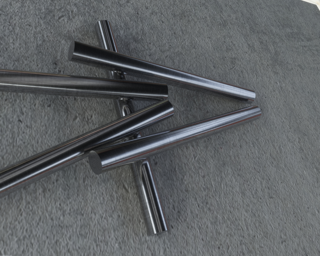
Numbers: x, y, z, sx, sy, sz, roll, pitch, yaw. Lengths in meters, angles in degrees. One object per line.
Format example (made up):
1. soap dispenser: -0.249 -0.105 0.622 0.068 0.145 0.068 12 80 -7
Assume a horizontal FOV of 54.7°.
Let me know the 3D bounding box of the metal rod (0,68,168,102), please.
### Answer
1. metal rod: -0.135 -0.050 0.346 0.303 0.025 0.025 2 61 -21

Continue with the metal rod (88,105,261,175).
1. metal rod: 0.045 0.005 0.408 0.302 0.025 0.025 -15 70 -41

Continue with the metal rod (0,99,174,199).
1. metal rod: -0.107 0.032 0.311 0.302 0.025 0.025 -26 76 -32

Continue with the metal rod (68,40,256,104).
1. metal rod: 0.023 -0.072 0.442 0.302 0.025 0.025 9 58 -31

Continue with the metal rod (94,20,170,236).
1. metal rod: -0.042 -0.017 0.394 0.025 0.025 0.299 -3 63 -30
